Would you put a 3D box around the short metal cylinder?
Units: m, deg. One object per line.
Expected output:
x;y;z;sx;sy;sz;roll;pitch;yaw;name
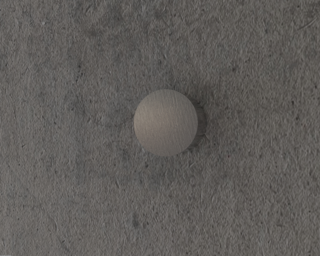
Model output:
0.014;-0.006;0.391;0.080;0.050;0.080;0;90;20;short metal cylinder
